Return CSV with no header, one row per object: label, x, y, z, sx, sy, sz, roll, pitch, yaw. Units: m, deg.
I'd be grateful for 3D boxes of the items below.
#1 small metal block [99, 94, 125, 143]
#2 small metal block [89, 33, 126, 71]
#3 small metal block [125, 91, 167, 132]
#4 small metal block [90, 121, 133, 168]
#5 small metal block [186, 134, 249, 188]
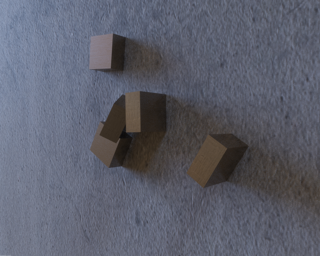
small metal block,-0.056,-0.014,0.429,0.025,0.050,0.050,27,111,-3
small metal block,-0.080,-0.113,0.469,0.050,0.025,0.050,7,94,39
small metal block,-0.017,-0.020,0.401,0.025,0.050,0.050,-2,89,40
small metal block,-0.074,0.024,0.463,0.050,0.025,0.050,36,112,34
small metal block,0.063,0.034,0.335,0.025,0.050,0.050,40,114,32
